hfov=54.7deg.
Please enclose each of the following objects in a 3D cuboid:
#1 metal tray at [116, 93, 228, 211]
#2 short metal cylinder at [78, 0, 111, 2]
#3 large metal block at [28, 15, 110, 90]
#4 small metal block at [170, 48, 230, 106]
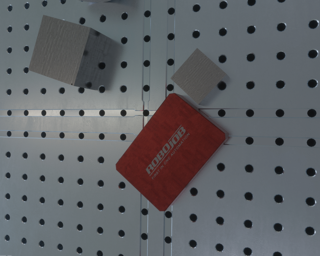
[{"bbox_3d":[0.014,0.031,0.405,0.090,0.030,0.130,41,103,15],"label":"metal tray"},{"bbox_3d":[-0.099,-0.210,0.418,0.080,0.080,0.050,5,92,20],"label":"short metal cylinder"},{"bbox_3d":[-0.130,-0.107,0.445,0.080,0.050,0.080,20,97,18],"label":"large metal block"},{"bbox_3d":[0.051,-0.064,0.395,0.050,0.025,0.050,46,104,14],"label":"small metal block"}]
